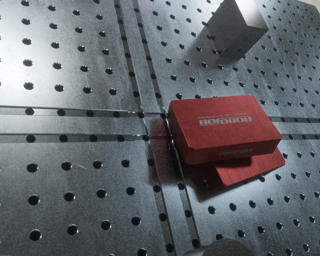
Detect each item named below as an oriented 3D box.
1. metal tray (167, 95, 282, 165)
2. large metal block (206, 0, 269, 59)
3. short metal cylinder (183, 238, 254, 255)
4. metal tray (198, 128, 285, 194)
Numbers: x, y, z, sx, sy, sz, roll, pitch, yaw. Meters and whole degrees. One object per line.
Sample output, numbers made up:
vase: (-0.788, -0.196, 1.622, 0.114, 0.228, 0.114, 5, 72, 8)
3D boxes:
metal tray: (0.084, -0.002, 0.420, 0.131, 0.030, 0.090, -6, 47, -17)
large metal block: (0.137, -0.183, 0.561, 0.050, 0.080, 0.080, -2, 63, -29)
short metal cylinder: (0.062, 0.163, 0.328, 0.081, 0.050, 0.080, 14, 56, -21)
metal tray: (0.111, 0.032, 0.448, 0.131, 0.030, 0.090, -11, 68, -33)
